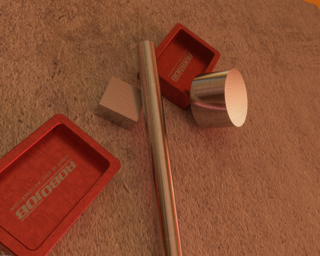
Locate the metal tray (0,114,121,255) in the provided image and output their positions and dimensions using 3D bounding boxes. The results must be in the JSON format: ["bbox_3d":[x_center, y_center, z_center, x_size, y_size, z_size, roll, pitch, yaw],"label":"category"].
[{"bbox_3d":[-0.112,0.056,0.306,0.090,0.030,0.131,40,51,-1],"label":"metal tray"}]

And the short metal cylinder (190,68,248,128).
[{"bbox_3d":[0.085,-0.040,0.436,0.080,0.050,0.080,8,81,-54],"label":"short metal cylinder"}]

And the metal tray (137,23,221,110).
[{"bbox_3d":[0.034,-0.098,0.480,0.090,0.030,0.130,35,51,-5],"label":"metal tray"}]

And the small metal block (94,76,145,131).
[{"bbox_3d":[-0.050,-0.032,0.397,0.050,0.025,0.050,26,53,-13],"label":"small metal block"}]

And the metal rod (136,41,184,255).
[{"bbox_3d":[-0.002,0.028,0.366,0.025,0.025,0.299,4,66,-27],"label":"metal rod"}]
